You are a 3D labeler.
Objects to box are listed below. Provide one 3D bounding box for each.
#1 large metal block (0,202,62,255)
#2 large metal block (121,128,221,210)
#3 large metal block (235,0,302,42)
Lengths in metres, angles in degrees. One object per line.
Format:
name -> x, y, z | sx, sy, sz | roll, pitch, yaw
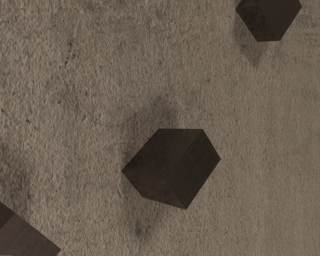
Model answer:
large metal block -> -0.141, 0.108, 0.251 | 0.080, 0.080, 0.050 | -51, 121, -28
large metal block -> 0.014, 0.046, 0.382 | 0.080, 0.080, 0.050 | -49, 119, -29
large metal block -> 0.191, -0.210, 0.541 | 0.080, 0.050, 0.080 | 41, 78, -33
